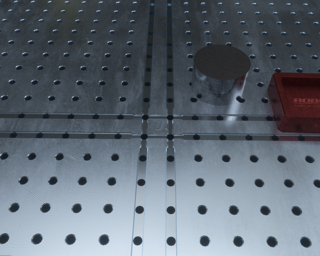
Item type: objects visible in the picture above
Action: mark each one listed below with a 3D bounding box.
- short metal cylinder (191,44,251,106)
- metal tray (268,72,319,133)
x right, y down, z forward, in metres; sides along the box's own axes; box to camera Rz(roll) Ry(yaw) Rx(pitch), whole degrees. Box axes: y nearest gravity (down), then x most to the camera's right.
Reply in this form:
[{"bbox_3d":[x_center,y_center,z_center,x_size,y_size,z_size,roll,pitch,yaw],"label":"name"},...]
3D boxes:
[{"bbox_3d":[0.088,-0.079,0.458,0.080,0.050,0.080,0,50,0],"label":"short metal cylinder"},{"bbox_3d":[0.228,-0.037,0.436,0.131,0.030,0.090,2,50,1],"label":"metal tray"}]
